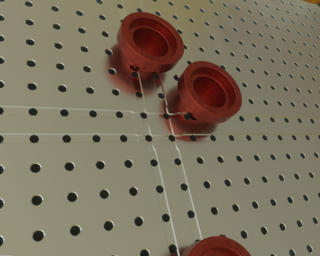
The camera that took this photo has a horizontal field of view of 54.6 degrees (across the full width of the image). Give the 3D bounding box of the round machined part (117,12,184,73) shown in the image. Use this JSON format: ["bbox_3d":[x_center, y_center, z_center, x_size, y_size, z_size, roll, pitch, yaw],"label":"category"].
[{"bbox_3d":[-0.017,-0.121,0.461,0.099,0.042,0.098,13,56,-21],"label":"round machined part"}]

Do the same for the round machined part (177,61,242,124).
[{"bbox_3d":[0.069,-0.049,0.464,0.099,0.042,0.098,13,56,-21],"label":"round machined part"}]

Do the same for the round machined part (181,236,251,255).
[{"bbox_3d":[0.057,0.168,0.325,0.099,0.042,0.098,13,56,-21],"label":"round machined part"}]
